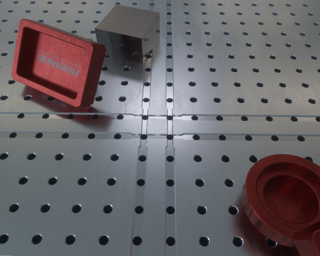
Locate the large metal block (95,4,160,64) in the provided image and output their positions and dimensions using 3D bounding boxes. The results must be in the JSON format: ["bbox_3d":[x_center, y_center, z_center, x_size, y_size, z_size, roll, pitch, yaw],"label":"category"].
[{"bbox_3d":[-0.052,-0.161,0.526,0.080,0.050,0.080,16,52,12],"label":"large metal block"}]

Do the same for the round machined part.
[{"bbox_3d":[0.137,0.079,0.331,0.099,0.042,0.098,0,50,0],"label":"round machined part"}]

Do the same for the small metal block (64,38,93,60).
[{"bbox_3d":[-0.129,-0.112,0.484,0.050,0.050,0.025,1,50,0],"label":"small metal block"}]

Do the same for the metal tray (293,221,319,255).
[{"bbox_3d":[0.185,0.137,0.261,0.091,0.030,0.130,-18,74,-15],"label":"metal tray"}]

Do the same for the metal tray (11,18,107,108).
[{"bbox_3d":[-0.147,-0.093,0.442,0.130,0.089,0.030,23,18,18],"label":"metal tray"}]
